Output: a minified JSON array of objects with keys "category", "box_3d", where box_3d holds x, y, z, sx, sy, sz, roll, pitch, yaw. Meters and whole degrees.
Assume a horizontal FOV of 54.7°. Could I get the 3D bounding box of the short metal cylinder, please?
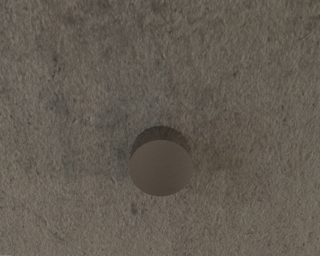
[{"category":"short metal cylinder","box_3d":[0.001,0.043,0.412,0.081,0.050,0.079,0,110,-1]}]
